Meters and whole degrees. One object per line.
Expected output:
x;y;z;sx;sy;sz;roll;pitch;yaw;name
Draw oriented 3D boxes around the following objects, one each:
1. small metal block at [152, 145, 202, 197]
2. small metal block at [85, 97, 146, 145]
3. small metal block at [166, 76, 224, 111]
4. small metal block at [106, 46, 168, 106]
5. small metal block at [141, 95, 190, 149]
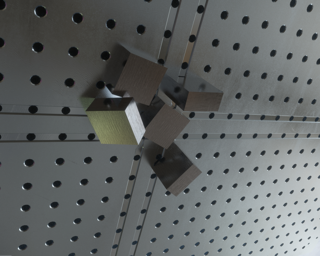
0.023;0.060;0.444;0.050;0.050;0.025;-44;129;2;small metal block
-0.050;-0.008;0.361;0.050;0.025;0.050;0;131;22;small metal block
0.042;-0.043;0.391;0.050;0.050;0.025;-2;119;-28;small metal block
-0.027;-0.059;0.359;0.050;0.025;0.050;15;110;-35;small metal block
0.003;-0.007;0.408;0.050;0.025;0.050;32;100;-38;small metal block
